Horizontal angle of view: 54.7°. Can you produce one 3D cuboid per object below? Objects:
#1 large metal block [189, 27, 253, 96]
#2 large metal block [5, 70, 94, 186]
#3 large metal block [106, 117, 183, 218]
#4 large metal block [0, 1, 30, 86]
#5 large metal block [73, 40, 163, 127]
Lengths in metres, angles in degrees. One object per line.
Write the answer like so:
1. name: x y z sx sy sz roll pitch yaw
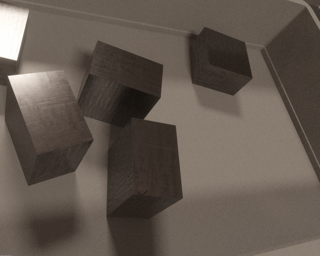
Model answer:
1. large metal block: 0.098 -0.109 0.511 0.081 0.050 0.080 13 56 -22
2. large metal block: -0.114 0.001 0.309 0.050 0.080 0.080 -16 70 -35
3. large metal block: -0.020 0.046 0.332 0.050 0.080 0.080 10 57 -23
4. large metal block: -0.197 -0.100 0.344 0.081 0.050 0.080 11 57 -23
5. large metal block: -0.051 -0.047 0.373 0.081 0.080 0.050 17 55 -19
